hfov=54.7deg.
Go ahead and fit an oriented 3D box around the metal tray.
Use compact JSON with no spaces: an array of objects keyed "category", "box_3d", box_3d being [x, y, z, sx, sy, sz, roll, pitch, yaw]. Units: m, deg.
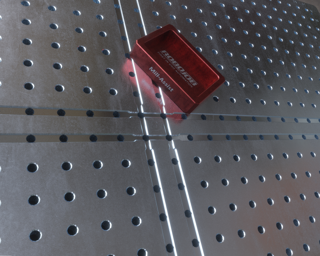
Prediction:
[{"category":"metal tray","box_3d":[0.029,-0.094,0.479,0.130,0.030,0.091,46,51,4]}]
